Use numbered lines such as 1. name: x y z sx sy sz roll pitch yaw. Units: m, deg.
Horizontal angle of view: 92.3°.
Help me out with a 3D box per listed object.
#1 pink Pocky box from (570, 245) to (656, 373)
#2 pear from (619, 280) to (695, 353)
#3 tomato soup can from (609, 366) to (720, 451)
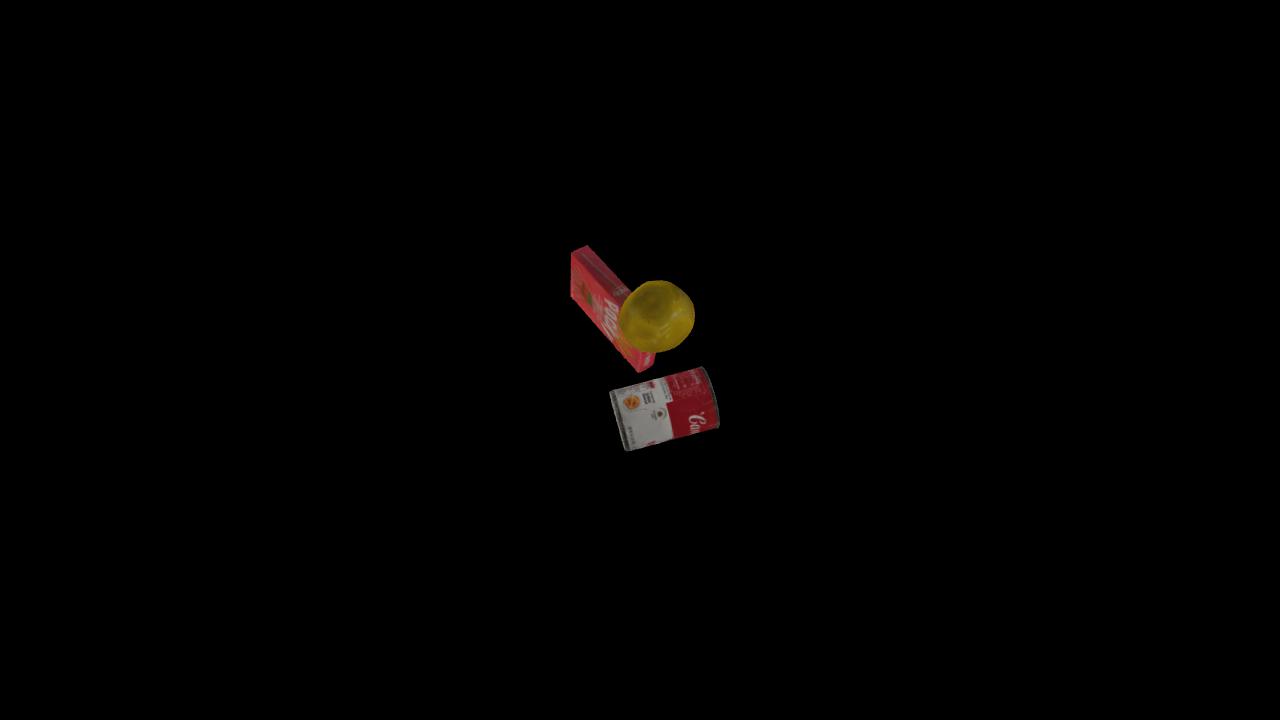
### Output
1. pink Pocky box: -0.034 -0.064 0.765 0.029 0.155 0.084 -30 -27 -24
2. pear: 0.022 -0.038 0.667 0.080 0.080 0.111 0 -15 11
3. tomato soup can: 0.024 0.051 0.638 0.101 0.068 0.068 -14 1 -5
